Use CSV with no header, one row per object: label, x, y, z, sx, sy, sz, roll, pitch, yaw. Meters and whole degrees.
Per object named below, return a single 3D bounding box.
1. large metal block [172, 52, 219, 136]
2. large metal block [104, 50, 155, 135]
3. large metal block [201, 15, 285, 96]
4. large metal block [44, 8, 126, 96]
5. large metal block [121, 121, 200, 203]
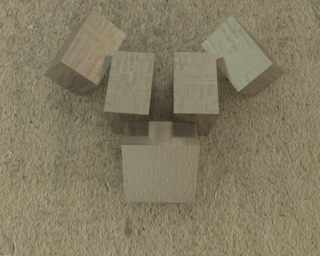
large metal block,0.041,-0.040,0.395,0.050,0.080,0.080,1,70,0
large metal block,-0.034,-0.040,0.395,0.050,0.080,0.080,5,70,1
large metal block,0.111,-0.091,0.408,0.050,0.080,0.080,-41,71,25
large metal block,-0.099,-0.095,0.404,0.050,0.080,0.080,34,69,-27
large metal block,0.001,0.039,0.359,0.081,0.079,0.050,1,31,0
